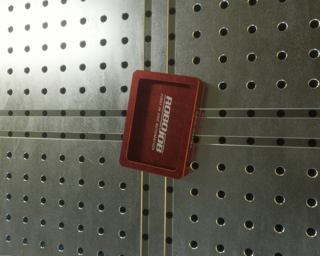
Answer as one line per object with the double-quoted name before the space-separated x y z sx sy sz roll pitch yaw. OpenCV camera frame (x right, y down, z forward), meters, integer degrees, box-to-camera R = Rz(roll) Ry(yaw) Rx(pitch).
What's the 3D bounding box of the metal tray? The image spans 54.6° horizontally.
"metal tray" 0.002 -0.006 0.409 0.090 0.030 0.129 10 94 19
